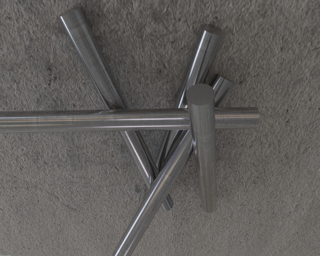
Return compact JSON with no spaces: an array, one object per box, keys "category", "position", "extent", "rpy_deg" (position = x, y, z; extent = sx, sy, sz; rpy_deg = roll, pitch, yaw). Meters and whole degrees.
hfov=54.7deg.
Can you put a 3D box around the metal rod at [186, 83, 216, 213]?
[{"category":"metal rod","position":[0.059,0.051,0.397],"extent":[0.025,0.025,0.299],"rpy_deg":[-7,146,6]}]

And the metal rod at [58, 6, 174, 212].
[{"category":"metal rod","position":[-0.041,0.000,0.387],"extent":[0.025,0.025,0.299],"rpy_deg":[-15,123,12]}]

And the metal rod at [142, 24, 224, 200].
[{"category":"metal rod","position":[0.019,0.008,0.414],"extent":[0.025,0.025,0.298],"rpy_deg":[10,129,-9]}]

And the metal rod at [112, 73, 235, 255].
[{"category":"metal rod","position":[0.009,0.066,0.408],"extent":[0.025,0.025,0.298],"rpy_deg":[22,110,-18]}]

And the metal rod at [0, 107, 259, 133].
[{"category":"metal rod","position":[-0.042,-0.009,0.350],"extent":[0.302,0.025,0.025],"rpy_deg":[-1,130,0]}]
